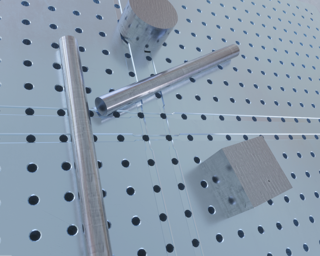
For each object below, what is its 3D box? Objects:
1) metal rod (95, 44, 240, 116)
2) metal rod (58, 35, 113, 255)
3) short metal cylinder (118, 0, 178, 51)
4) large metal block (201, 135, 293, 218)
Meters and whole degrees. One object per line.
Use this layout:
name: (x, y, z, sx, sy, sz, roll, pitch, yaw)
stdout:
metal rod: (0.031, -0.084, 0.478, 0.302, 0.025, 0.025, -29, 78, -38)
metal rod: (-0.087, 0.017, 0.351, 0.025, 0.025, 0.299, 0, 62, -29)
short metal cylinder: (-0.019, -0.169, 0.486, 0.081, 0.050, 0.080, 14, 56, -21)
large metal block: (0.116, 0.064, 0.418, 0.081, 0.050, 0.080, -13, 69, -34)
